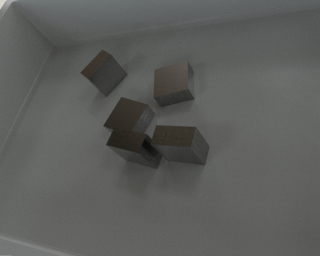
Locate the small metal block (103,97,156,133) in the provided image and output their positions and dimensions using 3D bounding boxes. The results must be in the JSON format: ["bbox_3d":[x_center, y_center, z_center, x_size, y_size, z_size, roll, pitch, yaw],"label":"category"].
[{"bbox_3d":[-0.043,-0.012,0.436,0.050,0.025,0.050,18,71,35],"label":"small metal block"}]

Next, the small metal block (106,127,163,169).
[{"bbox_3d":[-0.030,0.026,0.390,0.050,0.050,0.025,11,68,33],"label":"small metal block"}]

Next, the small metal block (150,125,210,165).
[{"bbox_3d":[0.025,0.020,0.364,0.050,0.050,0.025,3,63,29],"label":"small metal block"}]

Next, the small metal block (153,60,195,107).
[{"bbox_3d":[0.020,-0.062,0.433,0.050,0.025,0.050,-12,57,21],"label":"small metal block"}]

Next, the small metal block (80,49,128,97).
[{"bbox_3d":[-0.087,-0.086,0.488,0.050,0.050,0.025,-49,51,-6],"label":"small metal block"}]
